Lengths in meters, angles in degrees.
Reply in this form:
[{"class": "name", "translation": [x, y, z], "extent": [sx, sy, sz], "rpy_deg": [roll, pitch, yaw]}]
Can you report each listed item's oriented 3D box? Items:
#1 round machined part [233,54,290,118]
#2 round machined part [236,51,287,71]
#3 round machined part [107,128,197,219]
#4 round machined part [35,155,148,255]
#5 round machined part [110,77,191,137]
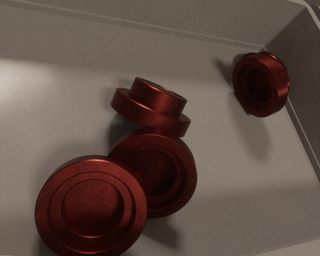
[{"class": "round machined part", "translation": [0.163, -0.069, 0.487], "extent": [0.042, 0.098, 0.098], "rpy_deg": [-22, 74, -21]}, {"class": "round machined part", "translation": [0.188, -0.099, 0.557], "extent": [0.099, 0.042, 0.098], "rpy_deg": [12, 57, -20]}, {"class": "round machined part", "translation": [-0.010, 0.046, 0.339], "extent": [0.098, 0.098, 0.042], "rpy_deg": [31, 16, -9]}, {"class": "round machined part", "translation": [-0.064, 0.073, 0.296], "extent": [0.099, 0.042, 0.097], "rpy_deg": [-1, 97, -11]}, {"class": "round machined part", "translation": [-0.006, -0.029, 0.376], "extent": [0.098, 0.042, 0.098], "rpy_deg": [24, 11, -5]}]
